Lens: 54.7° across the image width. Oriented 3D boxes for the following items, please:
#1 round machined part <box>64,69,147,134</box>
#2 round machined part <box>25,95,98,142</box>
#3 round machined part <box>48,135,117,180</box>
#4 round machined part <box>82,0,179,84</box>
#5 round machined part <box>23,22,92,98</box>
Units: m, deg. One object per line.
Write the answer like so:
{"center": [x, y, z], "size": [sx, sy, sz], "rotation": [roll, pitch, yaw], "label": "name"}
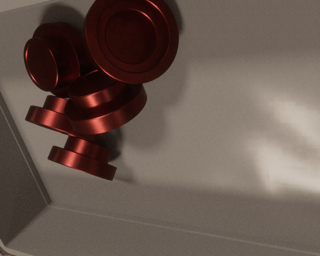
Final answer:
{"center": [-0.069, -0.040, 0.368], "size": [0.098, 0.098, 0.042], "rotation": [1, 130, 27], "label": "round machined part"}
{"center": [-0.131, -0.014, 0.433], "size": [0.098, 0.098, 0.042], "rotation": [15, 81, 19], "label": "round machined part"}
{"center": [-0.110, 0.042, 0.458], "size": [0.098, 0.042, 0.098], "rotation": [18, 169, 4], "label": "round machined part"}
{"center": [-0.033, -0.096, 0.331], "size": [0.098, 0.099, 0.042], "rotation": [62, 163, -16], "label": "round machined part"}
{"center": [-0.139, -0.085, 0.403], "size": [0.098, 0.042, 0.097], "rotation": [17, 120, 32], "label": "round machined part"}
